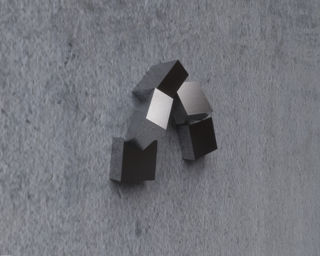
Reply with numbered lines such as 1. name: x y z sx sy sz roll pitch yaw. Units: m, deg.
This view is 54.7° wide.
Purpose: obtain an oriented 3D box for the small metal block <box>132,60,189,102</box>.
1. small metal block: 0.000 -0.057 0.390 0.025 0.050 0.050 50 60 -29

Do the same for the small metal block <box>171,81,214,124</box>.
1. small metal block: 0.038 -0.036 0.426 0.050 0.025 0.050 -10 69 -40

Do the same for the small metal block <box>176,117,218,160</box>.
1. small metal block: 0.055 0.014 0.453 0.050 0.025 0.050 -20 103 -38

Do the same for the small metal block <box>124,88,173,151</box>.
1. small metal block: -0.013 -0.010 0.357 0.025 0.050 0.050 31 45 -17

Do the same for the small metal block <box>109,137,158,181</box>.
1. small metal block: -0.032 0.038 0.380 0.050 0.025 0.050 7 86 -40
